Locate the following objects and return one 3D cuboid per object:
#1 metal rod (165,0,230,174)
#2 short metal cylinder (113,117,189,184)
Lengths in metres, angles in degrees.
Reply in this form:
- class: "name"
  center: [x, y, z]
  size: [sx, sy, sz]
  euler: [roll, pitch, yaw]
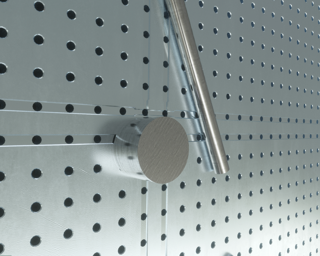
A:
- class: "metal rod"
  center: [0.055, -0.070, 0.457]
  size: [0.025, 0.025, 0.298]
  euler: [-29, 108, -37]
- class: "short metal cylinder"
  center: [-0.010, 0.026, 0.386]
  size: [0.081, 0.050, 0.079]
  euler: [0, 90, -40]
